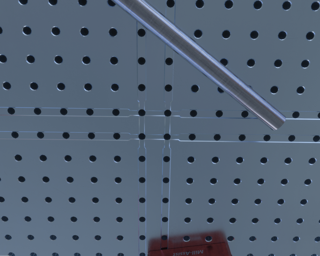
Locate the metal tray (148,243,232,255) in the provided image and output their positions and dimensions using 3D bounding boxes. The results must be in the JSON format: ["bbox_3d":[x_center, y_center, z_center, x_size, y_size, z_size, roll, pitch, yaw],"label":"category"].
[{"bbox_3d":[0.050,0.237,0.498,0.131,0.030,0.089,-8,110,2],"label":"metal tray"}]

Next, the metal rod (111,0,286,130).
[{"bbox_3d":[0.039,-0.093,0.379,0.301,0.025,0.025,36,106,-13],"label":"metal rod"}]
